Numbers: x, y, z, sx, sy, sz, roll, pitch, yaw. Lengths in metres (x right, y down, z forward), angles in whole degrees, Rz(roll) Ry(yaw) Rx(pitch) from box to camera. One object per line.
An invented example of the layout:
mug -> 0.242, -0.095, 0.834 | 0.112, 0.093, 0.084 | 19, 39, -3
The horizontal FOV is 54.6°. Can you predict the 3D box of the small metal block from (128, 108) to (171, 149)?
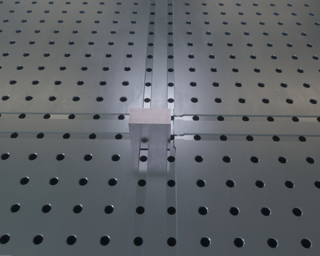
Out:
small metal block -> -0.012, 0.001, 0.391 | 0.050, 0.050, 0.025 | 1, 50, 1
